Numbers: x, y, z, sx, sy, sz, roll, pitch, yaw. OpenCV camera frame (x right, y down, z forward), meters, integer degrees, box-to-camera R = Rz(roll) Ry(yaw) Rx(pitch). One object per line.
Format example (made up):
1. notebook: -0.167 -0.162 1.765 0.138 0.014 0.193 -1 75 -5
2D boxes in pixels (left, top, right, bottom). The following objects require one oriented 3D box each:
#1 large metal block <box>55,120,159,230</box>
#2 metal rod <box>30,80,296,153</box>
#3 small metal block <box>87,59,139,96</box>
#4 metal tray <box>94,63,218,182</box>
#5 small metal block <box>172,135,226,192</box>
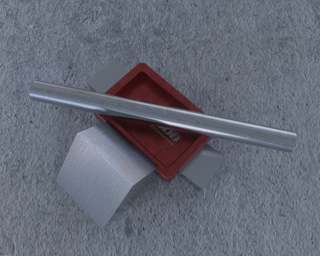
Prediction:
1. large metal block: -0.062 0.052 0.351 0.080 0.079 0.050 41 33 13
2. metal rod: 0.000 -0.014 0.356 0.302 0.025 0.025 12 71 3
3. small metal block: -0.063 -0.058 0.429 0.050 0.025 0.050 43 75 13
4. metal tray: -0.007 -0.009 0.382 0.130 0.030 0.090 42 75 13
5. small metal block: 0.047 0.045 0.393 0.050 0.025 0.050 37 74 12
